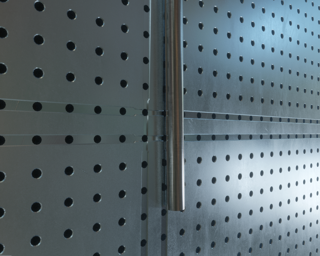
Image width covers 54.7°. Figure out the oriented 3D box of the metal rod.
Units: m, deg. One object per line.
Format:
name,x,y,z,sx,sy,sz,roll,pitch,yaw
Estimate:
metal rod,0.020,-0.037,0.427,0.025,0.025,0.298,-1,91,-40
